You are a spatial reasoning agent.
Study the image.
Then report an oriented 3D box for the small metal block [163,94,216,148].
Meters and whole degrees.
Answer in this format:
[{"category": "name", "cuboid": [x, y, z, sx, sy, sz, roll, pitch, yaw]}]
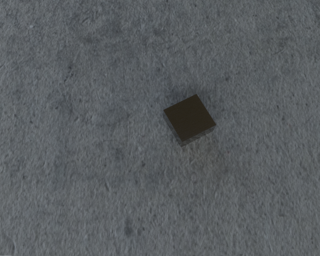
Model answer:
[{"category": "small metal block", "cuboid": [0.038, -0.010, 0.412, 0.050, 0.025, 0.050, -26, 72, -10]}]
